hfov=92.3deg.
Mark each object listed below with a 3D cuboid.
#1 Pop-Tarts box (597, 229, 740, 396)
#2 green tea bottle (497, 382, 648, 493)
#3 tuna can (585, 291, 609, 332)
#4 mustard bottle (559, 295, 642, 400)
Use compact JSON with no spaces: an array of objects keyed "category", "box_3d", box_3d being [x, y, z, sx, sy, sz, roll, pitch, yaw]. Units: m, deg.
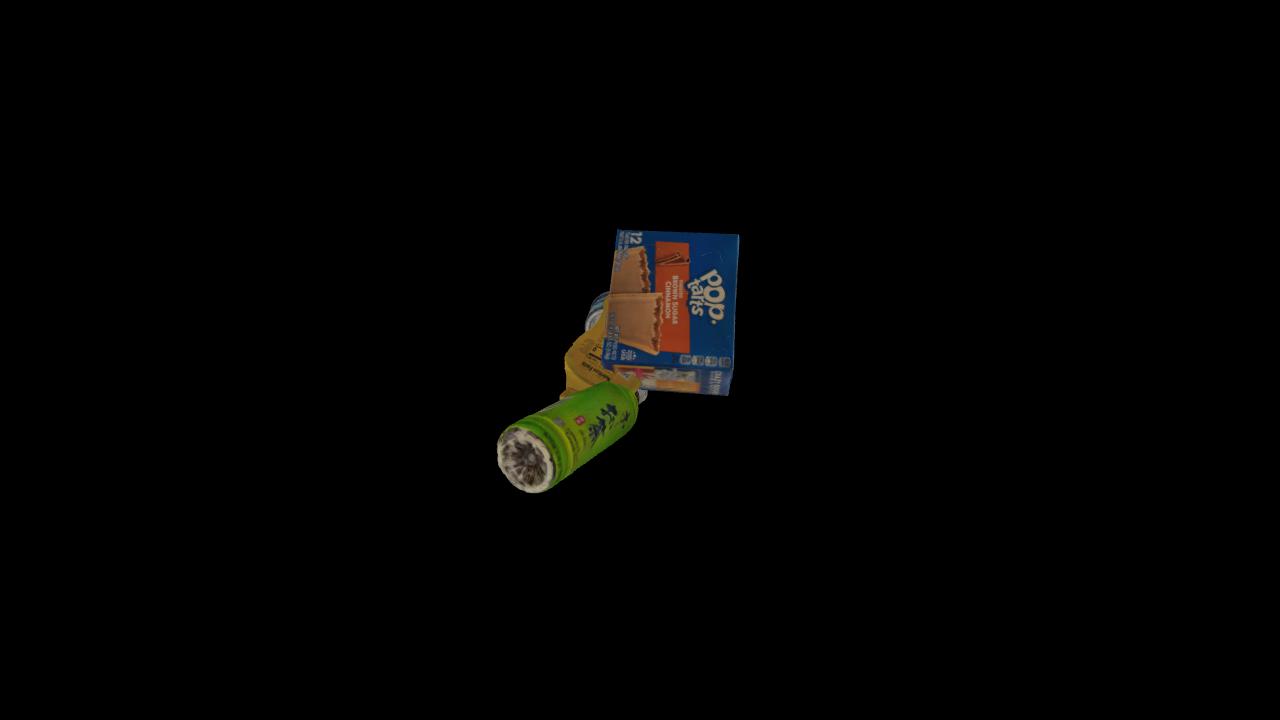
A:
[{"category":"Pop-Tarts box","box_3d":[0.037,-0.055,0.699,0.141,0.167,0.083,4,-21,5]},{"category":"green tea bottle","box_3d":[-0.055,0.063,0.639,0.073,0.073,0.212,0,17,30]},{"category":"tuna can","box_3d":[-0.024,-0.041,0.739,0.084,0.084,0.034,0,43,17]},{"category":"mustard bottle","box_3d":[-0.035,0.000,0.689,0.092,0.184,0.054,33,-23,3]}]
